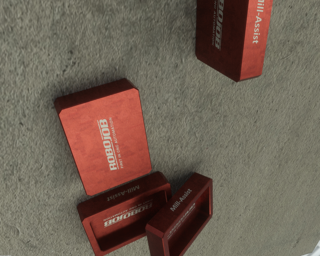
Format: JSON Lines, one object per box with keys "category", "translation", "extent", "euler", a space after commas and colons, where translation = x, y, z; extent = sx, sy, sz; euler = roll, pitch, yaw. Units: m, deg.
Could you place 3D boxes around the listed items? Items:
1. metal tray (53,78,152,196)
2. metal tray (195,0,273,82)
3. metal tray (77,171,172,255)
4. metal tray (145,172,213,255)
{"category": "metal tray", "translation": [-0.064, 0.014, 0.377], "extent": [0.091, 0.030, 0.129], "euler": [-20, 126, -17]}
{"category": "metal tray", "translation": [0.075, -0.125, 0.327], "extent": [0.030, 0.090, 0.129], "euler": [-16, 125, -20]}
{"category": "metal tray", "translation": [-0.045, 0.127, 0.457], "extent": [0.131, 0.030, 0.089], "euler": [-20, 126, -17]}
{"category": "metal tray", "translation": [0.035, 0.140, 0.471], "extent": [0.131, 0.030, 0.089], "euler": [-39, 135, -39]}
